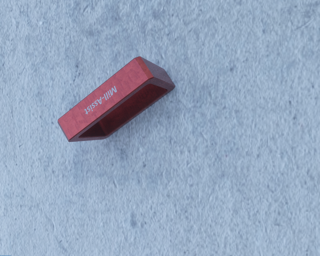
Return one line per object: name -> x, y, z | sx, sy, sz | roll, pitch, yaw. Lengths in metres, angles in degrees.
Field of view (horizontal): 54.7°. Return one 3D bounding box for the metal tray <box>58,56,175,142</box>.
metal tray -> -0.052, -0.031, 0.391 | 0.130, 0.090, 0.030 | -35, 79, 16
